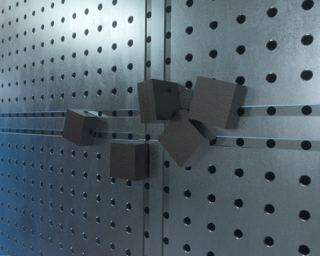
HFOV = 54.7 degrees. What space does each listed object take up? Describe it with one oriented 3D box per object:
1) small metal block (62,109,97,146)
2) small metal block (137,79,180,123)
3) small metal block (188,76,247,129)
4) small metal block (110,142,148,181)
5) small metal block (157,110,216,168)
[{"bbox_3d":[-0.135,-0.002,0.518,0.050,0.025,0.050,21,103,37],"label":"small metal block"},{"bbox_3d":[0.000,-0.032,0.391,0.025,0.050,0.050,-11,83,39],"label":"small metal block"},{"bbox_3d":[0.065,-0.029,0.355,0.050,0.025,0.050,20,103,38],"label":"small metal block"},{"bbox_3d":[-0.045,0.047,0.445,0.050,0.025,0.050,1,91,39],"label":"small metal block"},{"bbox_3d":[0.032,0.013,0.382,0.050,0.025,0.050,50,119,28],"label":"small metal block"}]
